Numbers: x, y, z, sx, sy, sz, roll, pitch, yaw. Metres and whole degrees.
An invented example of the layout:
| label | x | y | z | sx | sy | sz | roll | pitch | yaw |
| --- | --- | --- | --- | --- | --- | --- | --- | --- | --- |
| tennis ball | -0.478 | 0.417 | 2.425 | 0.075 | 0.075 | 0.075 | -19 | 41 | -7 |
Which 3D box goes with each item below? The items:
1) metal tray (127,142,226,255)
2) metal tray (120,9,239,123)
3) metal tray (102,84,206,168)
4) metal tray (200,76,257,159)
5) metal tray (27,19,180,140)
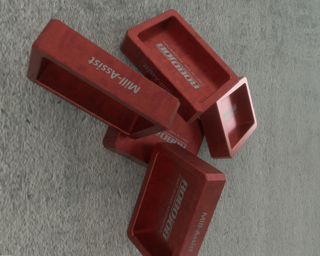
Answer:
| label | x | y | z | sx | sy | sz | roll | pitch | yaw |
| --- | --- | --- | --- | --- | --- | --- | --- | --- | --- |
| metal tray | 0.013 | 0.091 | 0.352 | 0.030 | 0.090 | 0.129 | 7 | 106 | -40 |
| metal tray | 0.026 | -0.081 | 0.388 | 0.130 | 0.030 | 0.091 | 48 | 56 | 4 |
| metal tray | -0.001 | 0.008 | 0.404 | 0.130 | 0.030 | 0.090 | 32 | 70 | -36 |
| metal tray | 0.107 | -0.020 | 0.474 | 0.131 | 0.030 | 0.089 | -35 | 112 | -50 |
| metal tray | -0.057 | -0.037 | 0.297 | 0.130 | 0.090 | 0.030 | 32 | 69 | -18 |
